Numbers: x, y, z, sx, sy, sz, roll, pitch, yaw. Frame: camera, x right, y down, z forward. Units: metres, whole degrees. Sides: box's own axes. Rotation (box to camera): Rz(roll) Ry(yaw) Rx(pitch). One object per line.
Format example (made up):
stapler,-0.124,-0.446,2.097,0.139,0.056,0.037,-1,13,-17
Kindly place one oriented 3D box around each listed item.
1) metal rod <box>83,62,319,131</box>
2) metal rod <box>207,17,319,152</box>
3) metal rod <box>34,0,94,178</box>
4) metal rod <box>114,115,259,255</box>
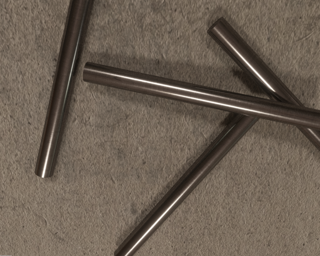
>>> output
metal rod,0.056,-0.039,0.381,0.302,0.025,0.025,12,110,1
metal rod,0.173,-0.025,0.402,0.300,0.025,0.025,42,105,-14
metal rod,-0.115,-0.071,0.381,0.025,0.025,0.298,17,109,-7
metal rod,0.030,0.089,0.443,0.025,0.025,0.299,36,106,-13
